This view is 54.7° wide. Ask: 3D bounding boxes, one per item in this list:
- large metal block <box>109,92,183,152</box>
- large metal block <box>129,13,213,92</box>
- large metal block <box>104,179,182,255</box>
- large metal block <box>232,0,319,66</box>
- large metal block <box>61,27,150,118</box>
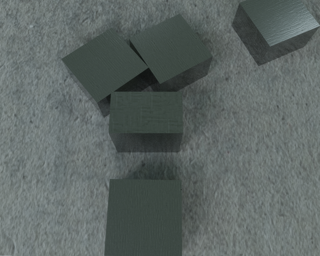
[{"bbox_3d":[-0.015,-0.004,0.380,0.081,0.080,0.050,0,70,0],"label":"large metal block"},{"bbox_3d":[0.014,-0.098,0.431,0.080,0.050,0.080,-29,73,-11],"label":"large metal block"},{"bbox_3d":[-0.017,0.104,0.357,0.081,0.050,0.080,1,70,0],"label":"large metal block"},{"bbox_3d":[0.165,-0.149,0.451,0.080,0.050,0.080,-24,72,-9],"label":"large metal block"},{"bbox_3d":[-0.071,-0.075,0.421,0.080,0.050,0.080,-37,75,-13],"label":"large metal block"}]
